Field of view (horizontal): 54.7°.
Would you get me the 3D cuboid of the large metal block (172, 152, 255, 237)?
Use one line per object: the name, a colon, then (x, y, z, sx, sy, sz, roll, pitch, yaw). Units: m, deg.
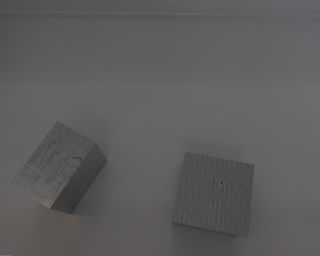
large metal block: (0.061, 0.080, 0.367, 0.080, 0.050, 0.080, 10, 70, 4)

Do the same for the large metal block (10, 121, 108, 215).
large metal block: (-0.111, 0.050, 0.361, 0.050, 0.080, 0.080, 29, 73, 10)
